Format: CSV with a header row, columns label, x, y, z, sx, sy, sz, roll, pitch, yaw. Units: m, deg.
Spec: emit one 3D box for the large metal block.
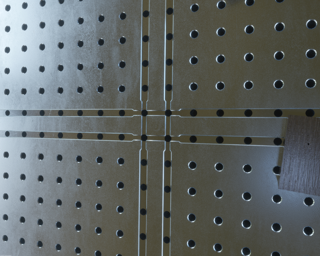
label,x,y,z,sx,sy,sz,roll,pitch,yaw
large metal block,0.177,0.030,0.337,0.080,0.050,0.079,8,93,19
